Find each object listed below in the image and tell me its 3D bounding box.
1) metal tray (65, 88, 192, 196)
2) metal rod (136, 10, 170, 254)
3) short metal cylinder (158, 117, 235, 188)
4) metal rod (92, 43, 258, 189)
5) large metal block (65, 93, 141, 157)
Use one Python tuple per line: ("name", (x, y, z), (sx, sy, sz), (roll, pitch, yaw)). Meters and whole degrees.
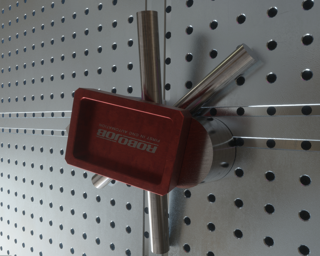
("metal tray", (-0.038, 0.011, 0.344), (0.130, 0.030, 0.089), (14, 99, 20))
("metal rod", (-0.007, 0.013, 0.384), (0.025, 0.025, 0.298), (5, 102, 39))
("short metal cylinder", (0.039, 0.026, 0.358), (0.080, 0.050, 0.079), (0, 90, 39))
("metal rod", (0.000, 0.002, 0.408), (0.299, 0.025, 0.025), (-41, 66, 32))
("large metal block", (-0.068, -0.001, 0.426), (0.080, 0.081, 0.050), (-41, 65, 32))
